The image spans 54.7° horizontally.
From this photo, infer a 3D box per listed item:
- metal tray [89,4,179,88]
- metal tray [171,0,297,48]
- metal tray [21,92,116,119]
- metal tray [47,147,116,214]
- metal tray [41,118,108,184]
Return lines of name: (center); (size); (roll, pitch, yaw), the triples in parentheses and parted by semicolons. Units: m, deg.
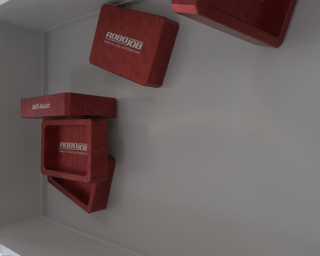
metal tray: (-0.042, -0.118, 0.438); (0.130, 0.030, 0.089); (27, 107, 36)
metal tray: (0.076, -0.130, 0.273); (0.030, 0.131, 0.089); (28, 108, 46)
metal tray: (-0.143, -0.031, 0.482); (0.130, 0.091, 0.030); (-1, 88, 40)
metal tray: (-0.134, 0.071, 0.514); (0.130, 0.030, 0.089); (22, 104, 38)
metal tray: (-0.134, 0.031, 0.474); (0.130, 0.030, 0.089); (0, 89, 39)
